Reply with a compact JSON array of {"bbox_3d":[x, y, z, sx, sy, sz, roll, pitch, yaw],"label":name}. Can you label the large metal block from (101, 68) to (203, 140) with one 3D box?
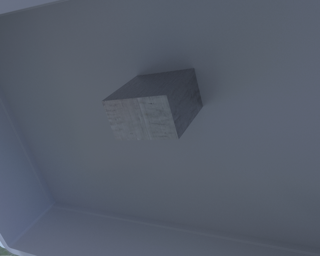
[{"bbox_3d":[-0.005,-0.028,0.359,0.080,0.080,0.050,-2,117,29],"label":"large metal block"}]
